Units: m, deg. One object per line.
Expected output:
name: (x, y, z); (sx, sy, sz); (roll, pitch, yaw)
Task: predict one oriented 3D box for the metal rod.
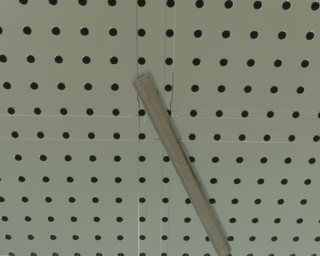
metal rod: (0.038, 0.064, 0.437); (0.025, 0.025, 0.299); (-23, 109, 8)
